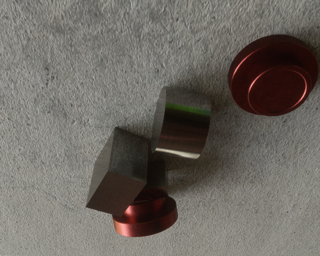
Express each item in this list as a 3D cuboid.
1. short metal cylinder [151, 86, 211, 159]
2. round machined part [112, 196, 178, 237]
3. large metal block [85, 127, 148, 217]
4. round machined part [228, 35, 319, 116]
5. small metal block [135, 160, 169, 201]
[{"bbox_3d":[0.022,-0.006,0.367,0.050,0.080,0.079,10,129,-9],"label":"short metal cylinder"},{"bbox_3d":[-0.024,0.121,0.471,0.099,0.098,0.042,-8,100,6],"label":"round machined part"},{"bbox_3d":[-0.057,0.060,0.421,0.050,0.080,0.080,22,127,-18],"label":"large metal block"},{"bbox_3d":[0.131,-0.052,0.354,0.099,0.042,0.097,-1,130,0],"label":"round machined part"},{"bbox_3d":[-0.015,0.077,0.456,0.050,0.050,0.025,-8,129,6],"label":"small metal block"}]
